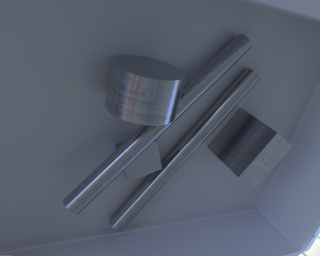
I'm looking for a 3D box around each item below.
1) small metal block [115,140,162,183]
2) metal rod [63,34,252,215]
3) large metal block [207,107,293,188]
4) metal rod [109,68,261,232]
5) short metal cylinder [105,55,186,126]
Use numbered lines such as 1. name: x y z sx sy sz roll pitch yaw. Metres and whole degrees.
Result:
1. small metal block: -0.028 0.039 0.419 0.050 0.025 0.050 -21 127 -16
2. metal rod: 0.002 -0.009 0.384 0.300 0.025 0.025 -44 130 -7
3. large metal block: 0.132 0.028 0.465 0.050 0.080 0.080 32 100 -39
4. metal rod: 0.033 0.035 0.449 0.299 0.025 0.025 -48 129 6
5. short metal cylinder: -0.017 -0.043 0.339 0.081 0.080 0.050 -1 119 -28
